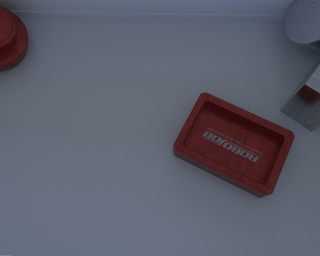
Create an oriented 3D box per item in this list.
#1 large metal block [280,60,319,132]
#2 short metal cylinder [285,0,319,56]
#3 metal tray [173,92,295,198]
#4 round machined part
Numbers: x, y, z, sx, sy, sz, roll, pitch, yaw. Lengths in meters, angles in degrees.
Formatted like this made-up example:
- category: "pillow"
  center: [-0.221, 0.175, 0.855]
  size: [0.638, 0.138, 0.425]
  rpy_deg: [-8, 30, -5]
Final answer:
- category: "large metal block"
  center: [0.213, -0.052, 0.402]
  size: [0.050, 0.080, 0.080]
  rpy_deg: [37, 74, 12]
- category: "short metal cylinder"
  center: [0.225, -0.147, 0.430]
  size: [0.050, 0.080, 0.080]
  rpy_deg: [14, 66, -35]
- category: "metal tray"
  center: [0.093, 0.020, 0.400]
  size: [0.130, 0.030, 0.090]
  rpy_deg: [26, 72, 9]
- category: "round machined part"
  center: [-0.235, -0.130, 0.427]
  size: [0.099, 0.042, 0.098]
  rpy_deg: [8, 70, -22]
